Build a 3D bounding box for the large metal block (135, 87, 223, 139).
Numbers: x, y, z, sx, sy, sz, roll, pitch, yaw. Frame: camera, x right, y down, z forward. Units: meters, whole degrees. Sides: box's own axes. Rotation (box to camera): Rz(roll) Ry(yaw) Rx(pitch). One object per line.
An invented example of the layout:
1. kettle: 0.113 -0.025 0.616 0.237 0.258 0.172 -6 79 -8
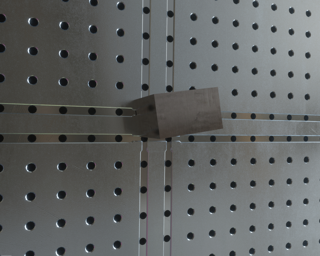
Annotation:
1. large metal block: 0.021 -0.018 0.391 0.081 0.080 0.050 -9 93 -20
